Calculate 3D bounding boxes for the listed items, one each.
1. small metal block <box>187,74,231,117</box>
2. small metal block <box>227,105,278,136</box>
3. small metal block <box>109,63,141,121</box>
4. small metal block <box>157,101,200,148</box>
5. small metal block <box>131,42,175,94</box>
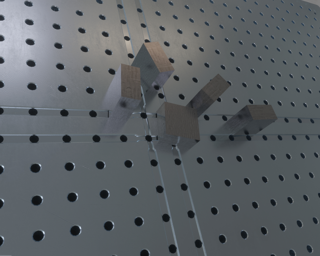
[{"bbox_3d":[0.070,-0.046,0.457,0.025,0.050,0.050,45,51,3],"label":"small metal block"},{"bbox_3d":[0.140,-0.012,0.474,0.050,0.050,0.025,-2,63,-29],"label":"small metal block"},{"bbox_3d":[-0.045,-0.045,0.394,0.025,0.050,0.050,10,58,-23],"label":"small metal block"},{"bbox_3d":[0.024,-0.004,0.423,0.050,0.025,0.050,11,57,-22],"label":"small metal block"},{"bbox_3d":[-0.012,-0.085,0.437,0.025,0.050,0.050,-16,70,-34],"label":"small metal block"}]
